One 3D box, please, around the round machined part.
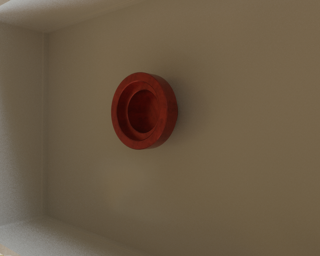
[{"bbox_3d":[-0.016,-0.021,0.406,0.098,0.042,0.097,0,90,40],"label":"round machined part"}]
